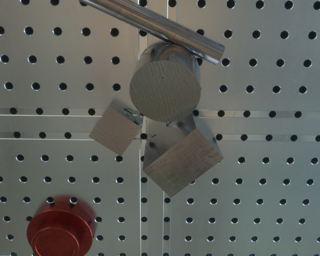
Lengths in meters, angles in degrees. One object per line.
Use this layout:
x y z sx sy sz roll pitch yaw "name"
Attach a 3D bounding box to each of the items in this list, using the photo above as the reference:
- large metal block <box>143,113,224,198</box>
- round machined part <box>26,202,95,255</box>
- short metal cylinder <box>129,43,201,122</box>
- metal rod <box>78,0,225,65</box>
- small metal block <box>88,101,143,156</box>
0.027 0.028 0.395 0.080 0.080 0.050 -39 106 13 "large metal block"
-0.150 0.164 0.463 0.099 0.042 0.097 0 110 0 "round machined part"
0.008 -0.054 0.369 0.080 0.050 0.079 3 126 4 "short metal cylinder"
-0.064 -0.147 0.358 0.302 0.025 0.025 23 108 -9 "metal rod"
-0.058 0.001 0.413 0.050 0.025 0.050 34 107 -12 "small metal block"
